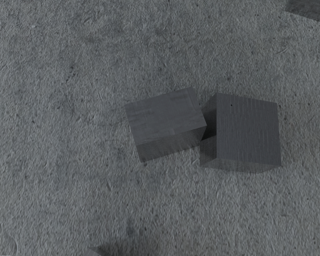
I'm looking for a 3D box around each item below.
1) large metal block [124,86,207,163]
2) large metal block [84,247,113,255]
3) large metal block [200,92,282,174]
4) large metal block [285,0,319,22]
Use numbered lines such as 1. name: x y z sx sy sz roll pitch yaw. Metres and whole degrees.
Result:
1. large metal block: 0.006 -0.001 0.379 0.080 0.080 0.050 -16 71 -5
2. large metal block: -0.059 0.184 0.327 0.080 0.050 0.080 27 72 9
3. large metal block: 0.097 0.009 0.383 0.081 0.050 0.080 8 70 -13
4. large metal block: 0.250 -0.215 0.475 0.080 0.050 0.080 21 71 7
